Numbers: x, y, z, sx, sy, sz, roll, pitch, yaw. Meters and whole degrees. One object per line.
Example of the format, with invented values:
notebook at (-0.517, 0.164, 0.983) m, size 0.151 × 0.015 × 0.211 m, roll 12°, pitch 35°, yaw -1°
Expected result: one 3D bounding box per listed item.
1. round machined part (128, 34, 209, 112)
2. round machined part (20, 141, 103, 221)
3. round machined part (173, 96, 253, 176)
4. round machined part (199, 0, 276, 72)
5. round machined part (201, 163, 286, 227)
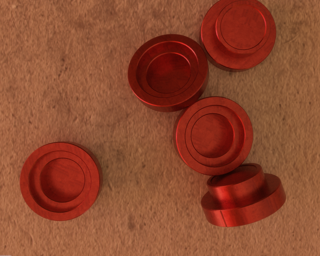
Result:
round machined part at (0.013, -0.065, 0.391) m, size 0.098 × 0.042 × 0.098 m, roll -4°, pitch 71°, yaw 12°
round machined part at (-0.123, 0.066, 0.400) m, size 0.099 × 0.042 × 0.097 m, roll 0°, pitch 90°, yaw -1°
round machined part at (0.064, 0.009, 0.397) m, size 0.099 × 0.042 × 0.097 m, roll 0°, pitch 92°, yaw -10°
round machined part at (0.103, -0.125, 0.403) m, size 0.099 × 0.042 × 0.097 m, roll 0°, pitch 90°, yaw -1°
round machined part at (0.095, 0.075, 0.373) m, size 0.098 × 0.098 × 0.042 m, roll -21°, pitch 95°, yaw 0°
